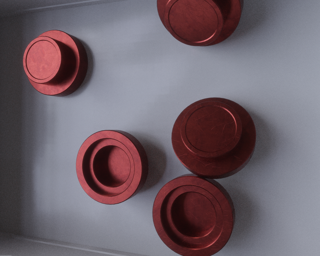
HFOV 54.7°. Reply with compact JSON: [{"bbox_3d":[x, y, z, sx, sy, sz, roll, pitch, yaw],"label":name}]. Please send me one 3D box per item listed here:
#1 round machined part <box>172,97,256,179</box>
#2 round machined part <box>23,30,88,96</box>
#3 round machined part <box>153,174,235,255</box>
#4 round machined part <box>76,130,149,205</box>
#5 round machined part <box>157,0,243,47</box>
[{"bbox_3d":[0.061,0.007,0.362,0.098,0.042,0.098,-5,67,13],"label":"round machined part"},{"bbox_3d":[-0.161,-0.097,0.458,0.098,0.042,0.097,0,90,20],"label":"round machined part"},{"bbox_3d":[0.044,0.105,0.386,0.098,0.042,0.097,0,90,20],"label":"round machined part"},{"bbox_3d":[-0.061,0.051,0.423,0.098,0.042,0.097,0,90,20],"label":"round machined part"},{"bbox_3d":[0.043,-0.134,0.356,0.098,0.098,0.042,7,52,20],"label":"round machined part"}]
